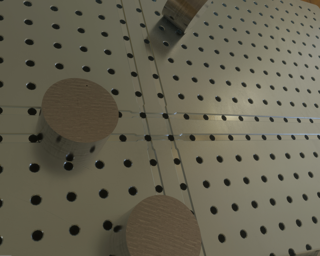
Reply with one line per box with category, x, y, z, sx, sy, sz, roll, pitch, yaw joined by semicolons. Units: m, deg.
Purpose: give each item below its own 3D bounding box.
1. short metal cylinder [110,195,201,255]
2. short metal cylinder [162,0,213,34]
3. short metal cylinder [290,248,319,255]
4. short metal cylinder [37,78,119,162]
short metal cylinder;-0.005;0.115;0.319;0.081;0.050;0.080;14;56;-21
short metal cylinder;0.048;-0.209;0.526;0.050;0.080;0.080;40;51;-1
short metal cylinder;0.203;0.193;0.383;0.081;0.050;0.080;14;56;-21
short metal cylinder;-0.093;-0.009;0.347;0.081;0.050;0.080;14;56;-21
